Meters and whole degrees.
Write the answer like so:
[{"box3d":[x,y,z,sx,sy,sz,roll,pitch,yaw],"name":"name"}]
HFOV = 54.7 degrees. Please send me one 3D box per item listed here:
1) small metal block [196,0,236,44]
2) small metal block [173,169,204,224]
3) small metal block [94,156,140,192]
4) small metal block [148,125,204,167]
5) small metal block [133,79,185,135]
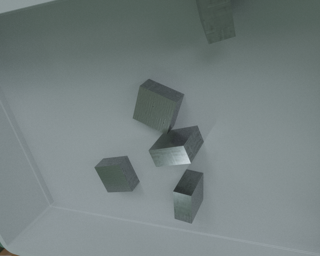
[{"box3d":[0.048,-0.114,0.285,0.025,0.050,0.050,-15,132,9],"name":"small metal block"},{"box3d":[0.040,0.094,0.429,0.025,0.050,0.050,10,123,23],"name":"small metal block"},{"box3d":[-0.068,0.074,0.490,0.050,0.025,0.050,-10,114,32],"name":"small metal block"},{"box3d":[0.022,0.023,0.395,0.050,0.050,0.025,-10,113,32],"name":"small metal block"},{"box3d":[-0.003,-0.027,0.393,0.050,0.025,0.050,25,128,12],"name":"small metal block"}]
